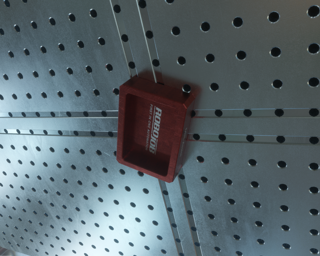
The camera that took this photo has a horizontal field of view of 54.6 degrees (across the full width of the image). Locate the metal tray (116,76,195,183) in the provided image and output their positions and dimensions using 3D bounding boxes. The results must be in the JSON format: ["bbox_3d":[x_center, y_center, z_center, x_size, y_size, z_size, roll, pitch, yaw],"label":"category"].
[{"bbox_3d":[-0.010,0.005,0.417,0.090,0.030,0.129,19,126,16],"label":"metal tray"}]
